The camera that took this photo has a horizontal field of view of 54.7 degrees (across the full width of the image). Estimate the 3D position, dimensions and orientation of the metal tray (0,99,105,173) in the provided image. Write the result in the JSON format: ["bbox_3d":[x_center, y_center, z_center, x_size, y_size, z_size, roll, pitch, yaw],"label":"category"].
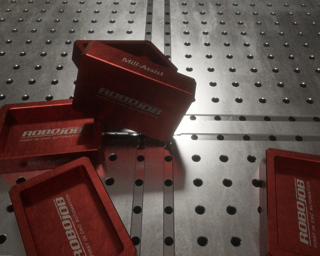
[{"bbox_3d":[-0.139,0.006,0.397,0.131,0.030,0.090,-5,50,-5],"label":"metal tray"}]

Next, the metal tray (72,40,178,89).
[{"bbox_3d":[-0.050,-0.094,0.455,0.131,0.030,0.090,-11,48,-35],"label":"metal tray"}]

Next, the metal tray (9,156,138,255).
[{"bbox_3d":[-0.091,0.100,0.319,0.091,0.030,0.130,-23,54,-19],"label":"metal tray"}]

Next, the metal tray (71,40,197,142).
[{"bbox_3d":[-0.033,-0.040,0.373,0.131,0.089,0.030,20,45,-8],"label":"metal tray"}]

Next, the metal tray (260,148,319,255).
[{"bbox_3d":[0.157,0.087,0.333,0.090,0.030,0.130,9,50,7],"label":"metal tray"}]
